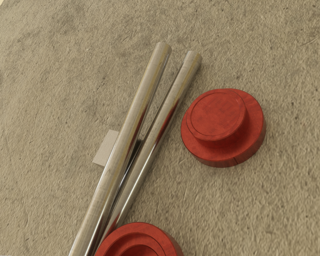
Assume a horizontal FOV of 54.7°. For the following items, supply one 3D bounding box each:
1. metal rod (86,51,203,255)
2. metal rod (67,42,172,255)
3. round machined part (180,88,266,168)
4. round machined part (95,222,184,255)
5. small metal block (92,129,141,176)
[{"bbox_3d":[-0.015,0.026,0.395,0.025,0.025,0.300,14,69,34],"label":"metal rod"},{"bbox_3d":[-0.042,0.017,0.383,0.025,0.025,0.300,6,64,31],"label":"metal rod"},{"bbox_3d":[0.069,-0.007,0.361,0.098,0.042,0.098,-13,56,21],"label":"round machined part"},{"bbox_3d":[-0.018,0.149,0.311,0.098,0.042,0.098,-13,56,21],"label":"round machined part"},{"bbox_3d":[-0.054,0.034,0.411,0.050,0.025,0.050,13,68,33],"label":"small metal block"}]
